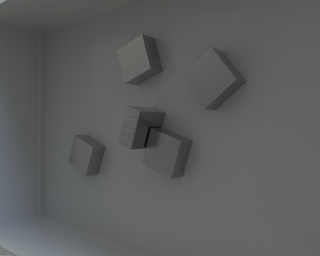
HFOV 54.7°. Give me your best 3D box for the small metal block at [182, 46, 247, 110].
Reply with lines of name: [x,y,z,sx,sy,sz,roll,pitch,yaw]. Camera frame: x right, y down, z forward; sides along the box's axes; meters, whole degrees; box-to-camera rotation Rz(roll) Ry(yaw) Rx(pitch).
small metal block: [0.061,-0.056,0.355,0.050,0.025,0.050,-45,63,30]

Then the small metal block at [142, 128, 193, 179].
small metal block: [0.009,0.031,0.398,0.050,0.025,0.050,23,104,37]

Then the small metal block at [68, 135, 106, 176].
small metal block: [-0.119,0.043,0.502,0.050,0.025,0.050,27,107,36]

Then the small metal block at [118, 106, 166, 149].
small metal block: [-0.023,-0.001,0.408,0.025,0.050,0.050,23,105,37]

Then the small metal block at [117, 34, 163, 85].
small metal block: [-0.028,-0.093,0.428,0.050,0.025,0.050,-22,76,37]
